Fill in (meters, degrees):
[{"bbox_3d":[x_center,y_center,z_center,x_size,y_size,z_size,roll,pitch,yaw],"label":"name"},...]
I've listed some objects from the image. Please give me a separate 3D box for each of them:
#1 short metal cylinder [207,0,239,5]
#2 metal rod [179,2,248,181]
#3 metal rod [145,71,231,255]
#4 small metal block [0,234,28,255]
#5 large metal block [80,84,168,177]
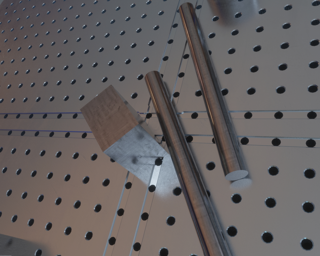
[{"bbox_3d":[0.103,-0.241,0.486,0.080,0.050,0.080,-13,56,21],"label":"short metal cylinder"},{"bbox_3d":[0.063,-0.071,0.417,0.025,0.025,0.299,-20,54,16],"label":"metal rod"},{"bbox_3d":[0.028,0.039,0.368,0.025,0.025,0.299,-27,53,11],"label":"metal rod"},{"bbox_3d":[-0.196,0.164,0.392,0.025,0.050,0.050,-44,51,-2],"label":"small metal block"},{"bbox_3d":[-0.045,0.005,0.392,0.050,0.080,0.080,-39,51,2],"label":"large metal block"}]
